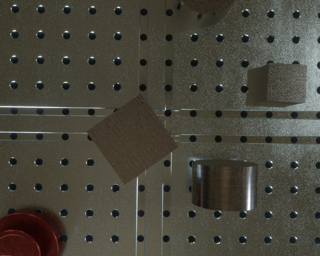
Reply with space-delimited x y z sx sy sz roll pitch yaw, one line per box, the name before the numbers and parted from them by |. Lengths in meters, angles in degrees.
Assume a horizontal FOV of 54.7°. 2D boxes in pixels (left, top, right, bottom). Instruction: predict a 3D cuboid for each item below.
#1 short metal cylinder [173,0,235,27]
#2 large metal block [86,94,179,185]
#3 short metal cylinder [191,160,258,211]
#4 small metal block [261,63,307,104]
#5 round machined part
short metal cylinder | 0.058 -0.179 0.402 0.081 0.050 0.079 0 90 -1
large metal block | -0.033 0.013 0.401 0.080 0.050 0.080 -35 90 0
short metal cylinder | 0.080 0.069 0.387 0.081 0.080 0.050 1 90 -1
small metal block | 0.166 -0.059 0.416 0.050 0.025 0.050 3 90 -1
round machined part | -0.182 0.160 0.403 0.099 0.042 0.097 0 90 -1
